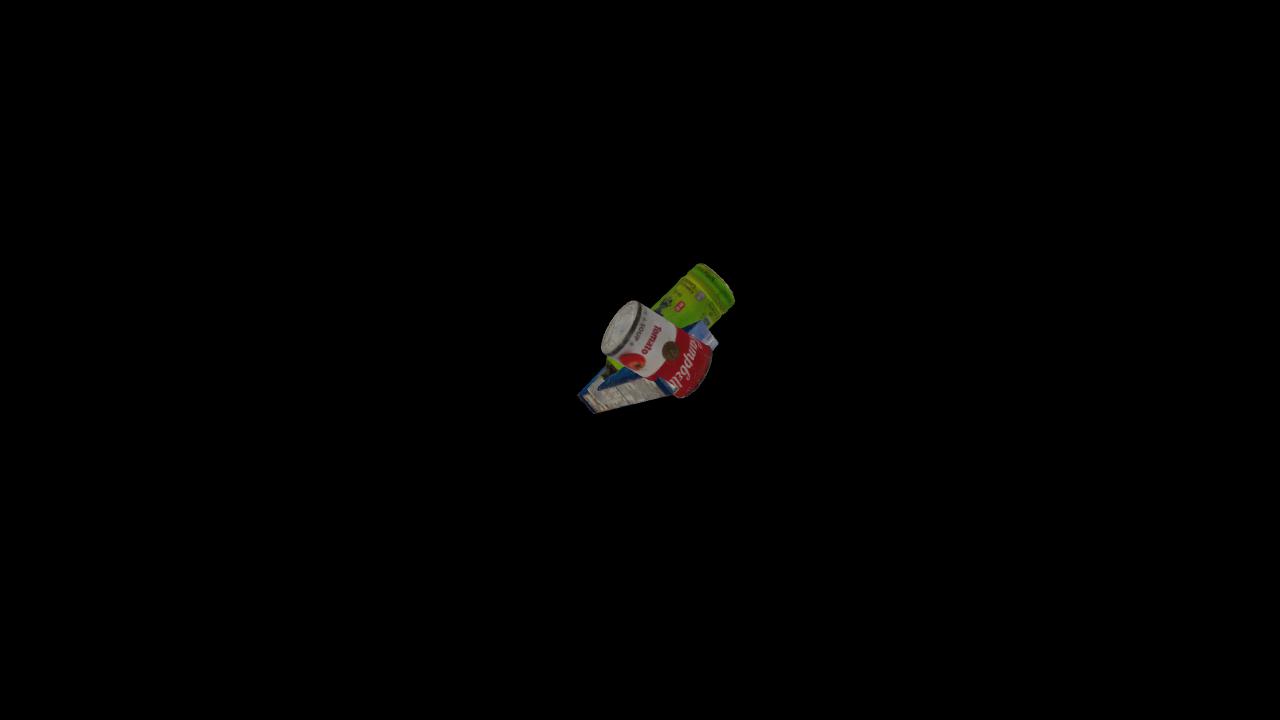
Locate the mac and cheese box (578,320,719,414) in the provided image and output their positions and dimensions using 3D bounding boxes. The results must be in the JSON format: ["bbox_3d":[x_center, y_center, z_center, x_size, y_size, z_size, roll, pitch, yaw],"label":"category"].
[{"bbox_3d":[0.004,0.013,0.738,0.093,0.041,0.184,-48,15,-30],"label":"mac and cheese box"}]

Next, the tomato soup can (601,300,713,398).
[{"bbox_3d":[0.018,-0.012,0.657,0.101,0.068,0.068,31,-13,-21],"label":"tomato soup can"}]

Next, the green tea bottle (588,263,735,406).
[{"bbox_3d":[0.022,-0.025,0.761,0.212,0.073,0.073,-44,4,-4],"label":"green tea bottle"}]
